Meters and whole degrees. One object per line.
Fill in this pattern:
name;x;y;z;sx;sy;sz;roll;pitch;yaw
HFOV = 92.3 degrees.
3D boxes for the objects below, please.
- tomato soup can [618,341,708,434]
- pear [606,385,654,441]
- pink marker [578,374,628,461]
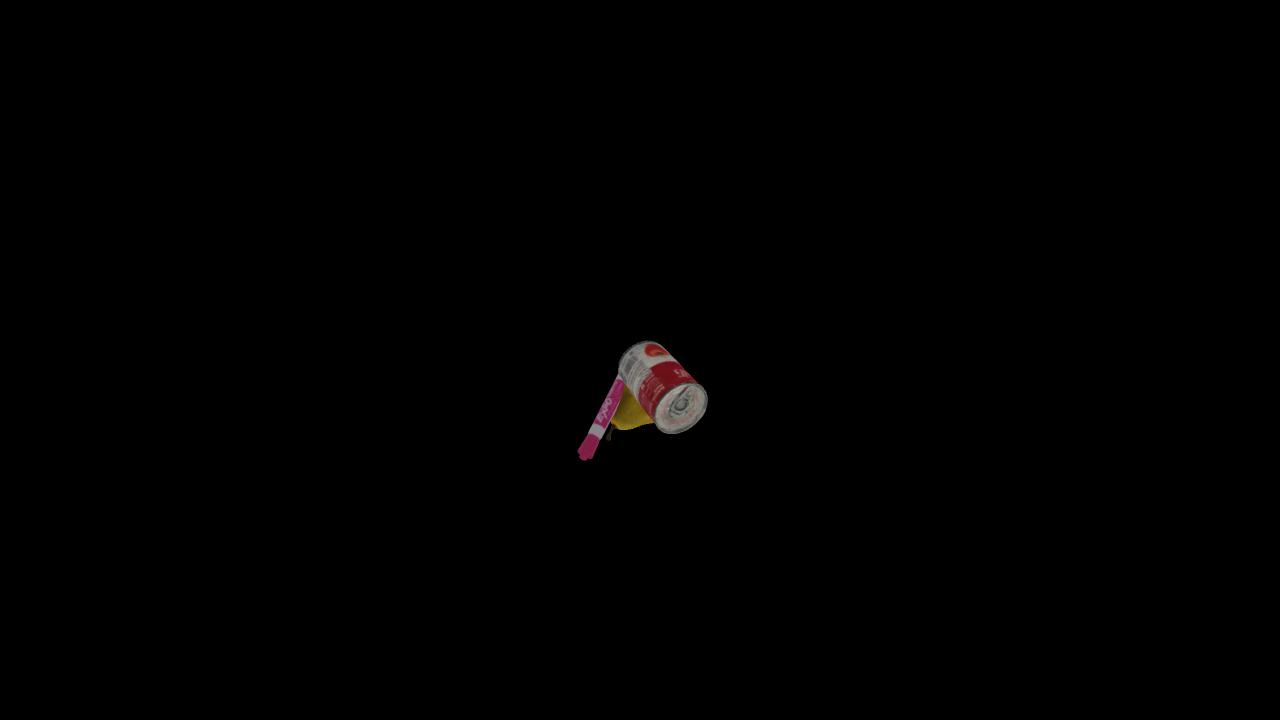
tomato soup can;0.024;0.029;0.709;0.068;0.068;0.101;0;29;-30
pear;-0.007;0.049;0.739;0.111;0.080;0.080;-32;12;-20
pink marker;-0.040;0.063;0.711;0.020;0.121;0.020;19;-32;13
